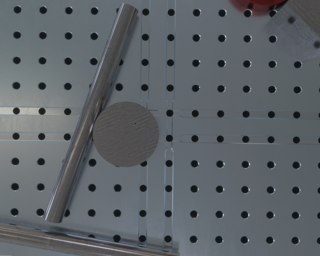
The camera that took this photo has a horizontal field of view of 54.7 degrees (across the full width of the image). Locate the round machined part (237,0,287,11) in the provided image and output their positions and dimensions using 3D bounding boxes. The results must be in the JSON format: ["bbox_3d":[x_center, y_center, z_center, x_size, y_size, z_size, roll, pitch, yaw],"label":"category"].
[{"bbox_3d":[0.141,-0.209,0.406,0.099,0.042,0.097,0,90,-1],"label":"round machined part"}]

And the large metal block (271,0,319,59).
[{"bbox_3d":[0.210,-0.152,0.402,0.080,0.050,0.080,45,90,0],"label":"large metal block"}]

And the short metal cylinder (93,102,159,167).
[{"bbox_3d":[-0.041,0.008,0.400,0.081,0.050,0.080,0,90,0],"label":"short metal cylinder"}]

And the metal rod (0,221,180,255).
[{"bbox_3d":[-0.125,0.153,0.412,0.302,0.025,0.025,10,90,0],"label":"metal rod"}]

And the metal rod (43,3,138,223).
[{"bbox_3d":[-0.091,-0.019,0.412,0.025,0.025,0.299,20,90,0],"label":"metal rod"}]
